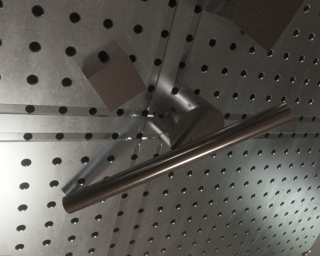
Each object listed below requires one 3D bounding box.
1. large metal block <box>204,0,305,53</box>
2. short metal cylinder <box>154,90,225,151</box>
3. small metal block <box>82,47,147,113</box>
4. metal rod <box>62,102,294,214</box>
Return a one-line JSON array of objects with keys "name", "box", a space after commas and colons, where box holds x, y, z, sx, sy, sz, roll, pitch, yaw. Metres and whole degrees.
[{"name": "large metal block", "box": [0.114, -0.149, 0.367, 0.080, 0.050, 0.080, 23, 106, -37]}, {"name": "short metal cylinder", "box": [0.038, -0.004, 0.415, 0.081, 0.050, 0.079, -14, 125, -21]}, {"name": "small metal block", "box": [-0.051, -0.054, 0.351, 0.050, 0.025, 0.050, -35, 129, -6]}, {"name": "metal rod", "box": [0.013, 0.041, 0.384, 0.301, 0.025, 0.025, -24, 130, 10]}]
